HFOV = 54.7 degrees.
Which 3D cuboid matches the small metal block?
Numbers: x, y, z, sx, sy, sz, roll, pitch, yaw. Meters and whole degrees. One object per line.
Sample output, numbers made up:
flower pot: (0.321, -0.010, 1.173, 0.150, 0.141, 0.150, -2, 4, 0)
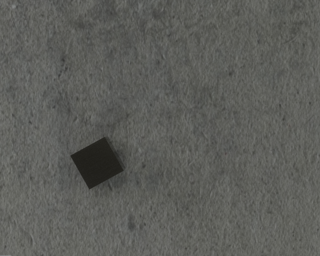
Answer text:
small metal block: (-0.081, 0.045, 0.409, 0.050, 0.025, 0.050, -29, 90, -1)
